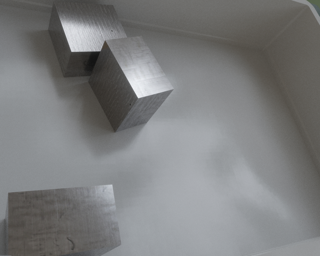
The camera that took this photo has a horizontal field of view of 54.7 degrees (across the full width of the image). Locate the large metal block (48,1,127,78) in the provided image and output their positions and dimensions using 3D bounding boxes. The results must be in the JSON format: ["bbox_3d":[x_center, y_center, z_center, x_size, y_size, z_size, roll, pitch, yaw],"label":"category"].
[{"bbox_3d":[-0.094,-0.117,0.410,0.081,0.050,0.080,-10,67,-33],"label":"large metal block"}]

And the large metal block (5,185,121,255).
[{"bbox_3d":[-0.088,0.089,0.268,0.081,0.080,0.050,1,62,-28],"label":"large metal block"}]

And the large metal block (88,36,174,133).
[{"bbox_3d":[-0.039,-0.053,0.381,0.050,0.080,0.080,-19,72,-35],"label":"large metal block"}]
